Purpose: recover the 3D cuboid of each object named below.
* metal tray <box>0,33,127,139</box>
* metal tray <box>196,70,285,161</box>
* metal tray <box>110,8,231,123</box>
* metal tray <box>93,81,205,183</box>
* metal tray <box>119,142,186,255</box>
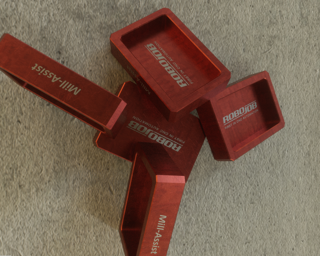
[{"bbox_3d":[-0.098,-0.037,0.323,0.130,0.090,0.030,30,80,-1],"label":"metal tray"},{"bbox_3d":[0.116,-0.020,0.435,0.131,0.030,0.090,-26,99,-33],"label":"metal tray"},{"bbox_3d":[0.011,-0.081,0.381,0.090,0.030,0.130,-33,72,-18],"label":"metal tray"},{"bbox_3d":[-0.009,0.008,0.405,0.131,0.030,0.090,27,81,-19],"label":"metal tray"},{"bbox_3d":[-0.014,0.091,0.351,0.030,0.090,0.129,6,109,-20],"label":"metal tray"}]
